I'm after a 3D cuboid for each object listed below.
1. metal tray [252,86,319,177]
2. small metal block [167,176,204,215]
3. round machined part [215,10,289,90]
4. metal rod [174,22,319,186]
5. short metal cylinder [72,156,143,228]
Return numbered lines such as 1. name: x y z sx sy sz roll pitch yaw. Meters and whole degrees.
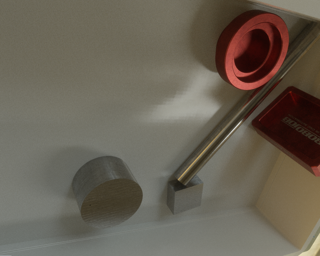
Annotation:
1. metal tray: 0.213 0.000 0.460 0.090 0.130 0.030 -44 130 2
2. small metal block: 0.040 0.106 0.498 0.050 0.025 0.050 -12 124 -22
3. round machined part: 0.112 -0.101 0.398 0.099 0.042 0.097 -14 125 -21
4. metal rod: 0.129 -0.032 0.461 0.299 0.025 0.025 -49 129 6
5. short metal cylinder: -0.069 0.084 0.408 0.081 0.050 0.079 -14 124 -21
